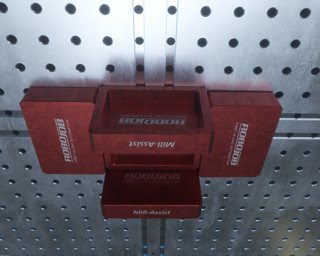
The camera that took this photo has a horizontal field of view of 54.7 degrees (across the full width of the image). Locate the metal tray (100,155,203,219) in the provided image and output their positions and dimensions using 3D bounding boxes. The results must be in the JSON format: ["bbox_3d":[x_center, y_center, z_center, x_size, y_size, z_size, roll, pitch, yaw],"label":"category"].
[{"bbox_3d":[-0.011,0.080,0.435,0.131,0.090,0.030,1,130,-1],"label":"metal tray"}]

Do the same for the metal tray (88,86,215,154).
[{"bbox_3d":[-0.009,-0.012,0.359,0.131,0.090,0.030,1,130,-1],"label":"metal tray"}]

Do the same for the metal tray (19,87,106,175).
[{"bbox_3d":[-0.121,0.008,0.413,0.091,0.030,0.129,1,130,-1],"label":"metal tray"}]

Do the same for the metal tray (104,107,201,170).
[{"bbox_3d":[-0.010,0.016,0.419,0.131,0.030,0.089,0,130,-1],"label":"metal tray"}]

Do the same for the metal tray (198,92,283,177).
[{"bbox_3d":[0.101,0.013,0.419,0.091,0.030,0.129,0,130,-2],"label":"metal tray"}]
